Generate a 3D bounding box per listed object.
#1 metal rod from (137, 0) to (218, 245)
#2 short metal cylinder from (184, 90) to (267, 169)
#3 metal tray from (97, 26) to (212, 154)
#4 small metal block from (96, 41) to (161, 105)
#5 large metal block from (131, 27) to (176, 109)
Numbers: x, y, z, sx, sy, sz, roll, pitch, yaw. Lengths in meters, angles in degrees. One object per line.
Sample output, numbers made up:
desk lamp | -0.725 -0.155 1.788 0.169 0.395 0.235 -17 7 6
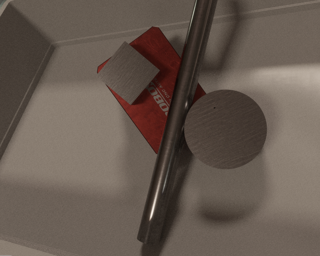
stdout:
metal rod | 0.023 -0.022 0.346 0.025 0.025 0.298 12 86 32
short metal cylinder | 0.069 0.004 0.331 0.080 0.050 0.080 -1 83 11
metal tray | -0.002 -0.044 0.380 0.090 0.030 0.130 -36 92 4
small metal block | -0.035 -0.061 0.353 0.050 0.025 0.050 40 94 -1
large metal block | -0.019 -0.081 0.432 0.080 0.050 0.080 -34 41 19
